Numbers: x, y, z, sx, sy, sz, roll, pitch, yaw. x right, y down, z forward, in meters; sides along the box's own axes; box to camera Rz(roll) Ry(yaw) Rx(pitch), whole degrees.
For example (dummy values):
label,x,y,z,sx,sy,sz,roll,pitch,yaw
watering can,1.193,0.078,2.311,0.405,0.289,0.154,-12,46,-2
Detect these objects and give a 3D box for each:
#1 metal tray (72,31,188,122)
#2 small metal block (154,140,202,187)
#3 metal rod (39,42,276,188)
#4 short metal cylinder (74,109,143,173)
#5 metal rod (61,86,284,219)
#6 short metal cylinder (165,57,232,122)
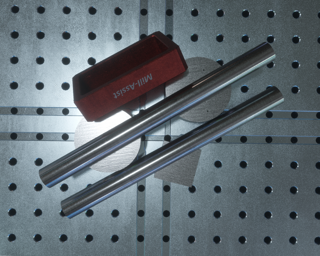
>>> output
label,x,y,z,sx,sy,sz,roll,pitch,yaw
metal tray,-0.041,-0.067,0.379,0.130,0.090,0.030,-29,122,-1
small metal block,0.023,0.046,0.413,0.050,0.025,0.050,15,90,-1
metal rod,-0.003,-0.016,0.362,0.301,0.025,0.025,-30,90,-1
short metal cylinder,-0.064,0.014,0.400,0.081,0.050,0.079,0,90,-1
metal rod,0.016,0.030,0.387,0.301,0.025,0.025,-29,90,-1
short metal cylinder,0.047,-0.047,0.402,0.081,0.050,0.079,0,90,-1
